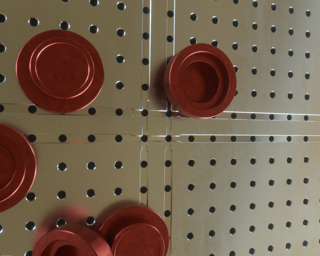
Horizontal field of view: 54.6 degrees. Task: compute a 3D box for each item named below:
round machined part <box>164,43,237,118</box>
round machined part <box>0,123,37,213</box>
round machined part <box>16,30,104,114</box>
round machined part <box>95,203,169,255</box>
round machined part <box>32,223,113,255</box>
[{"bbox_3d":[0.051,-0.062,0.422,0.099,0.042,0.097,0,90,-20],"label":"round machined part"},{"bbox_3d":[-0.186,0.041,0.335,0.099,0.042,0.097,0,90,-20],"label":"round machined part"},{"bbox_3d":[-0.114,-0.066,0.361,0.099,0.042,0.097,0,90,-20],"label":"round machined part"},{"bbox_3d":[-0.033,0.148,0.391,0.099,0.042,0.097,0,90,-20],"label":"round machined part"},{"bbox_3d":[-0.093,0.156,0.352,0.098,0.042,0.097,2,95,21],"label":"round machined part"}]
